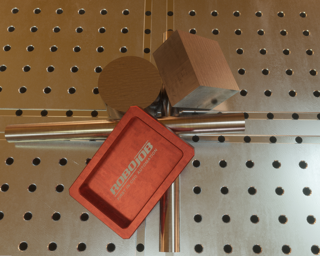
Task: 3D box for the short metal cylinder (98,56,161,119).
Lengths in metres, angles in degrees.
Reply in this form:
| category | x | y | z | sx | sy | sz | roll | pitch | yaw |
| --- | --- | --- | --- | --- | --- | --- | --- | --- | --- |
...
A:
| category | x | y | z | sx | sy | sz | roll | pitch | yaw |
| --- | --- | --- | --- | --- | --- | --- | --- | --- | --- |
| short metal cylinder | -0.038 | -0.049 | 0.415 | 0.081 | 0.050 | 0.080 | 0 | 70 | 0 |

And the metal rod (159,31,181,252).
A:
| category | x | y | z | sx | sy | sz | roll | pitch | yaw |
| --- | --- | --- | --- | --- | --- | --- | --- | --- | --- |
| metal rod | 0.014 | 0.003 | 0.410 | 0.025 | 0.025 | 0.299 | 1 | 70 | 0 |

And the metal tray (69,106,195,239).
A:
| category | x | y | z | sx | sy | sz | roll | pitch | yaw |
| --- | --- | --- | --- | --- | --- | --- | --- | --- | --- |
| metal tray | -0.032 | 0.050 | 0.363 | 0.090 | 0.030 | 0.130 | 38 | 95 | 6 |

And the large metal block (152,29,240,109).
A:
| category | x | y | z | sx | sy | sz | roll | pitch | yaw |
| --- | --- | --- | --- | --- | --- | --- | --- | --- | --- |
| large metal block | 0.047 | -0.073 | 0.404 | 0.081 | 0.050 | 0.080 | -1 | 64 | -43 |

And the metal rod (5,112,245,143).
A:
| category | x | y | z | sx | sy | sz | roll | pitch | yaw |
| --- | --- | --- | --- | --- | --- | --- | --- | --- | --- |
| metal rod | -0.048 | 0.000 | 0.394 | 0.302 | 0.025 | 0.025 | -3 | 70 | 6 |
